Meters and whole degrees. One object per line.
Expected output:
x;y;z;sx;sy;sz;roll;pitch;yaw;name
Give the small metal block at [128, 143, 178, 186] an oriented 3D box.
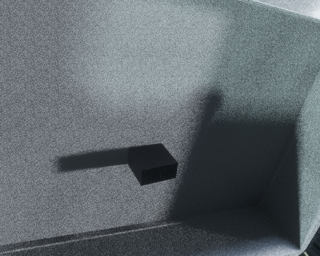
-0.011;0.048;0.418;0.050;0.050;0.025;-8;122;-24;small metal block
